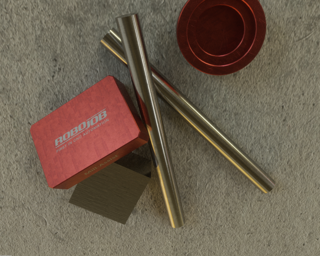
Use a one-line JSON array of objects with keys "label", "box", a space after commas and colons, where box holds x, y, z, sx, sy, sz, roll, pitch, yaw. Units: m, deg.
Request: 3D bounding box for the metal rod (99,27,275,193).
[{"label": "metal rod", "box": [0.045, -0.014, 0.405, 0.300, 0.025, 0.025, 42, 105, -14]}]

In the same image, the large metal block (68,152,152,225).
[{"label": "large metal block", "box": [-0.066, 0.072, 0.422, 0.080, 0.050, 0.080, 25, 108, -10]}]

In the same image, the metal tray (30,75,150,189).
[{"label": "metal tray", "box": [-0.089, 0.007, 0.382, 0.130, 0.030, 0.090, -31, 69, 10]}]

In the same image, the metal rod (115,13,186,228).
[{"label": "metal rod", "box": [-0.005, 0.010, 0.395, 0.025, 0.025, 0.298, -11, 117, 4]}]

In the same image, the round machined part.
[{"label": "round machined part", "box": [0.068, -0.113, 0.360, 0.099, 0.042, 0.097, 0, 110, -1]}]
